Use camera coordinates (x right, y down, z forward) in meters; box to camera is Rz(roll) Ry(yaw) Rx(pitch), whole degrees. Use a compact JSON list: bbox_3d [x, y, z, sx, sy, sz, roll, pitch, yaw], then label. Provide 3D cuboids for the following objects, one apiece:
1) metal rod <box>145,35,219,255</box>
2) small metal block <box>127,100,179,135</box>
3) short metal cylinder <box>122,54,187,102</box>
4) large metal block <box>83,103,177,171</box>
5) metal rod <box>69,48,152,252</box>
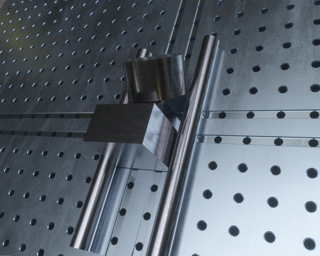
[{"bbox_3d":[0.035,0.006,0.386,0.025,0.025,0.300,2,62,29],"label":"metal rod"},{"bbox_3d":[-0.010,-0.013,0.405,0.050,0.050,0.025,2,63,28],"label":"small metal block"},{"bbox_3d":[-0.006,-0.068,0.410,0.080,0.050,0.080,-7,16,2],"label":"short metal cylinder"},{"bbox_3d":[-0.031,0.013,0.378,0.080,0.080,0.050,1,62,28],"label":"large metal block"},{"bbox_3d":[-0.060,0.013,0.432,0.025,0.025,0.300,1,62,28],"label":"metal rod"}]
